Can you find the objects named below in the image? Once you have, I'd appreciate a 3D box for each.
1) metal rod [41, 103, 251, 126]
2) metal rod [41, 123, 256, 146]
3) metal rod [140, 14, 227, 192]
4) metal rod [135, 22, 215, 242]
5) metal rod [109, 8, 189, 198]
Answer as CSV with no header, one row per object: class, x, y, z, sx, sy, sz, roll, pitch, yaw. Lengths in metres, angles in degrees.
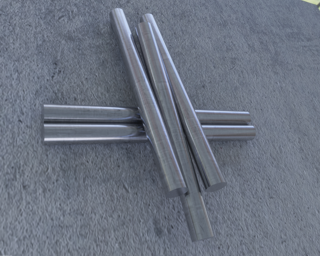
metal rod,0.002,-0.015,0.418,0.303,0.025,0.025,0,62,-29
metal rod,0.006,0.007,0.407,0.303,0.025,0.025,0,62,-29
metal rod,0.021,-0.054,0.424,0.025,0.025,0.299,0,54,-29
metal rod,0.011,-0.014,0.388,0.025,0.025,0.299,0,62,-29
metal rod,-0.024,-0.053,0.399,0.025,0.025,0.299,0,54,-29
